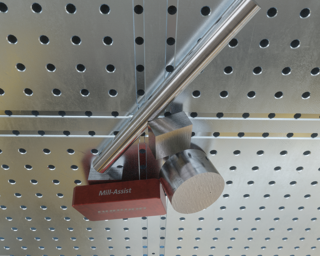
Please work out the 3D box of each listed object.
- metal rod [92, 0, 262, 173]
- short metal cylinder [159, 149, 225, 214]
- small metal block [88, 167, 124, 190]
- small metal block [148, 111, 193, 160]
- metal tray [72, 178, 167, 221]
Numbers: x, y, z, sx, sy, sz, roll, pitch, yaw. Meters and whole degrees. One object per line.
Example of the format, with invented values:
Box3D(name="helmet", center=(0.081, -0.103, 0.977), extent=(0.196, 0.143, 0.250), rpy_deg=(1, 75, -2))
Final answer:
Box3D(name="metal rod", center=(0.001, -0.035, 0.381), extent=(0.025, 0.025, 0.299), rpy_deg=(30, 124, -23))
Box3D(name="short metal cylinder", center=(0.045, 0.077, 0.446), extent=(0.081, 0.050, 0.079), rpy_deg=(-12, 129, -16))
Box3D(name="small metal block", center=(-0.082, 0.088, 0.485), extent=(0.050, 0.025, 0.050), rpy_deg=(-1, 130, 0))
Box3D(name="small metal block", center=(0.013, 0.010, 0.404), extent=(0.050, 0.025, 0.050), rpy_deg=(-18, 142, -15))
Box3D(name="metal tray", center=(-0.060, 0.116, 0.489), extent=(0.131, 0.030, 0.090), rpy_deg=(-6, 148, 5))
